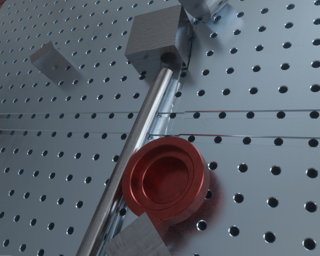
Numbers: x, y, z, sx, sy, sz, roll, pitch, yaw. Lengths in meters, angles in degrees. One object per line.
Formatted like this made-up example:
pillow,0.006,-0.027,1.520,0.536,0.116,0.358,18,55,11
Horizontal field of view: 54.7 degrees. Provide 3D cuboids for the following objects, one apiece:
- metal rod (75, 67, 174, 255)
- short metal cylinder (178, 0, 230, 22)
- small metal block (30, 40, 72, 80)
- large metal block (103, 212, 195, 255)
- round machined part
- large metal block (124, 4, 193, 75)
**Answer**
metal rod,-0.044,0.049,0.401,0.025,0.025,0.300,9,66,32
short metal cylinder,0.064,-0.208,0.467,0.050,0.080,0.080,-46,51,-3
small metal block,-0.202,-0.125,0.575,0.050,0.050,0.025,-34,51,5
large metal block,0.004,0.135,0.288,0.050,0.080,0.080,-40,51,1
round machined part,0.010,0.062,0.353,0.098,0.042,0.098,-14,55,21
large metal block,0.000,-0.133,0.474,0.080,0.050,0.080,-4,60,26
